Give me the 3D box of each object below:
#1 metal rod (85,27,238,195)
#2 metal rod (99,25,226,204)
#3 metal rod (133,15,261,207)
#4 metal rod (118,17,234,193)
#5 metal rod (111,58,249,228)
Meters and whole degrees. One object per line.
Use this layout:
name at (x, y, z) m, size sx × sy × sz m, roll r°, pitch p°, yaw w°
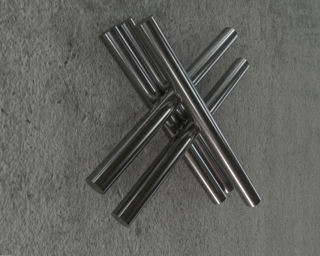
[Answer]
metal rod at (0.019, -0.040, 0.391) m, size 0.301 × 0.025 × 0.025 m, roll -49°, pitch 120°, yaw -29°
metal rod at (0.016, -0.001, 0.422) m, size 0.025 × 0.025 × 0.299 m, roll -50°, pitch 120°, yaw -29°
metal rod at (0.060, -0.003, 0.393) m, size 0.025 × 0.025 × 0.299 m, roll -51°, pitch 120°, yaw -28°
metal rod at (0.032, -0.015, 0.435) m, size 0.025 × 0.025 × 0.299 m, roll -50°, pitch 120°, yaw -29°
metal rod at (0.042, 0.001, 0.411) m, size 0.301 × 0.025 × 0.025 m, roll -49°, pitch 120°, yaw -29°
